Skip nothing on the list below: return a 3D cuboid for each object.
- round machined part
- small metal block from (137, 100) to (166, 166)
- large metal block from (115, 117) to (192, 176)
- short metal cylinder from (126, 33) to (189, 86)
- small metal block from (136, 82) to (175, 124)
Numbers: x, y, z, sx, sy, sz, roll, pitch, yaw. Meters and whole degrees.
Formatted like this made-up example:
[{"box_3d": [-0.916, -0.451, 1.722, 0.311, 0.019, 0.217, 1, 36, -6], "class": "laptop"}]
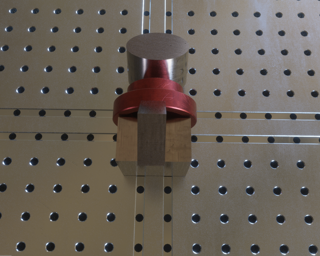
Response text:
[{"box_3d": [-0.006, -0.026, 0.371, 0.099, 0.098, 0.042, 1, 70, 0], "class": "round machined part"}, {"box_3d": [-0.008, 0.003, 0.301, 0.025, 0.050, 0.050, 1, 108, 0], "class": "small metal block"}, {"box_3d": [-0.007, 0.025, 0.372, 0.081, 0.080, 0.050, 1, 70, 0], "class": "large metal block"}, {"box_3d": [-0.003, -0.087, 0.412, 0.081, 0.050, 0.080, 1, 40, -1], "class": "short metal cylinder"}, {"box_3d": [-0.006, -0.034, 0.423, 0.050, 0.025, 0.050, 1, 70, 0], "class": "small metal block"}]
